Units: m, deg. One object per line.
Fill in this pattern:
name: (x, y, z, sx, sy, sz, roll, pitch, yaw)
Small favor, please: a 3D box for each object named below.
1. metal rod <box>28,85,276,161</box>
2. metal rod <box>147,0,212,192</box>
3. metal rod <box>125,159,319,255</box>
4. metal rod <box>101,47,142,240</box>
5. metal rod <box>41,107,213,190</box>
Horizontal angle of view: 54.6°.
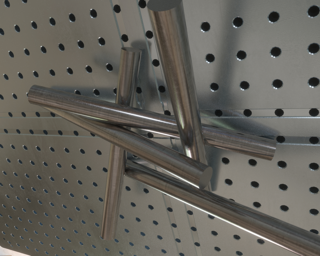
metal rod: (-0.015, -0.008, 0.376, 0.301, 0.025, 0.025, 13, 125, 7)
metal rod: (0.033, 0.005, 0.330, 0.025, 0.025, 0.299, 11, 145, 23)
metal rod: (0.046, 0.086, 0.381, 0.300, 0.025, 0.025, 15, 127, 42)
metal rod: (-0.059, 0.039, 0.435, 0.025, 0.025, 0.298, 19, 116, 17)
metal rod: (-0.068, 0.003, 0.396, 0.300, 0.025, 0.025, 23, 129, 35)
